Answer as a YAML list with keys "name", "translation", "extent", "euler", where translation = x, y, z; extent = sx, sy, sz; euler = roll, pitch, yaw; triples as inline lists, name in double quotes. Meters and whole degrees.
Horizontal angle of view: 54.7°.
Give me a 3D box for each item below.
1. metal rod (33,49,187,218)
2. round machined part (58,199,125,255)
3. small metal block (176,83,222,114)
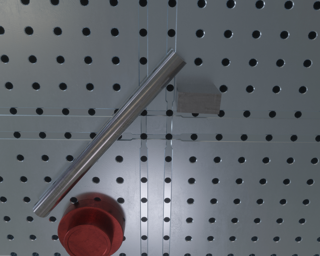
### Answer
- name: "metal rod"
  translation: [-0.076, 0.017, 0.418]
  extent: [0.025, 0.025, 0.299]
  euler: [40, 105, -14]
- name: "round machined part"
  translation: [-0.104, 0.160, 0.462]
  extent: [0.099, 0.042, 0.097]
  euler: [0, 110, 0]
- name: "small metal block"
  translation: [0.046, -0.038, 0.387]
  extent: [0.050, 0.050, 0.025]
  euler: [3, 110, -1]
